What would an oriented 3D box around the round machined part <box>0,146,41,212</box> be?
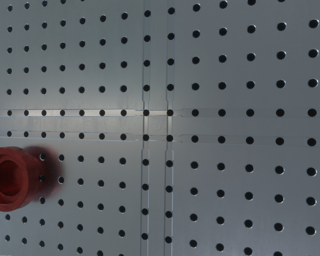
[{"bbox_3d":[-0.229,0.077,0.484,0.098,0.042,0.097,0,90,20],"label":"round machined part"}]
